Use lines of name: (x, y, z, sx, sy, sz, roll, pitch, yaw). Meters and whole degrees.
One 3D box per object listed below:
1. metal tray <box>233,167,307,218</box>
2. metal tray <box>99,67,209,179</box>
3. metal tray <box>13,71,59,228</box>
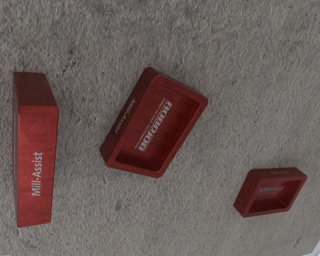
metal tray: (0.213, 0.122, 0.594, 0.131, 0.030, 0.089, 2, 117, -30)
metal tray: (-0.008, -0.002, 0.397, 0.091, 0.030, 0.129, 20, 108, -36)
metal tray: (-0.127, 0.020, 0.307, 0.030, 0.090, 0.129, -1, 119, -28)
